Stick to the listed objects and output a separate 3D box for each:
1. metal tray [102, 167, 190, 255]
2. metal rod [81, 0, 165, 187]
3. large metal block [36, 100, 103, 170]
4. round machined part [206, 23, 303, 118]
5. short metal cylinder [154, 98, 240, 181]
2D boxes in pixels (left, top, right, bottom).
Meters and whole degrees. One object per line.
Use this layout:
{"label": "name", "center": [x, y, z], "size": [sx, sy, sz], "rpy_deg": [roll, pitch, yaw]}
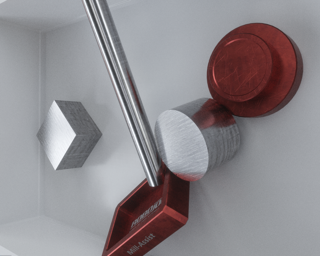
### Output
{"label": "metal tray", "center": [-0.017, 0.104, 0.379], "size": [0.030, 0.090, 0.129], "rpy_deg": [35, 121, -15]}
{"label": "metal rod", "center": [-0.049, -0.074, 0.344], "size": [0.025, 0.025, 0.298], "rpy_deg": [-9, 105, 39]}
{"label": "large metal block", "center": [-0.152, 0.011, 0.513], "size": [0.080, 0.050, 0.080], "rpy_deg": [51, 120, 27]}
{"label": "round machined part", "center": [0.090, -0.060, 0.320], "size": [0.098, 0.042, 0.097], "rpy_deg": [0, 90, 39]}
{"label": "short metal cylinder", "center": [0.039, 0.011, 0.340], "size": [0.080, 0.050, 0.079], "rpy_deg": [27, 128, 42]}
